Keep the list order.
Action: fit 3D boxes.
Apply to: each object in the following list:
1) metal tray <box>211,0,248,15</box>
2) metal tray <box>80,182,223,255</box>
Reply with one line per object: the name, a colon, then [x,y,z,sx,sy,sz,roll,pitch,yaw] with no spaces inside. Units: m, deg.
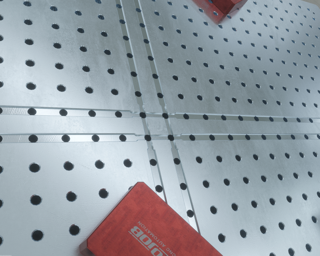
metal tray: [0.125,-0.308,0.660,0.130,0.030,0.091,46,51,4]
metal tray: [-0.004,0.132,0.322,0.130,0.030,0.090,43,51,1]
